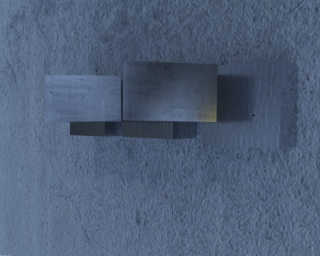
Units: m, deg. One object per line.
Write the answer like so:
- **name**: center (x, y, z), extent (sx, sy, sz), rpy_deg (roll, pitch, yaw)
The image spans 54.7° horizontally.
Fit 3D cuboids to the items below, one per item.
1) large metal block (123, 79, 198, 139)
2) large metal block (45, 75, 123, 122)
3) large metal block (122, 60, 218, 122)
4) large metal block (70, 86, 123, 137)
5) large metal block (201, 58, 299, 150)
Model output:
- **large metal block**: center (0.000, -0.028, 0.389), extent (0.080, 0.050, 0.079), rpy_deg (1, 91, 39)
- **large metal block**: center (-0.086, -0.032, 0.374), extent (0.081, 0.080, 0.050), rpy_deg (-1, 90, -6)
- **large metal block**: center (0.005, -0.031, 0.302), extent (0.080, 0.081, 0.050), rpy_deg (-172, 84, -84)
- **large metal block**: center (-0.089, -0.029, 0.461), extent (0.080, 0.050, 0.079), rpy_deg (1, 90, 39)
- **large metal block**: center (0.091, -0.022, 0.315), extent (0.080, 0.050, 0.079), rpy_deg (2, 91, 39)
